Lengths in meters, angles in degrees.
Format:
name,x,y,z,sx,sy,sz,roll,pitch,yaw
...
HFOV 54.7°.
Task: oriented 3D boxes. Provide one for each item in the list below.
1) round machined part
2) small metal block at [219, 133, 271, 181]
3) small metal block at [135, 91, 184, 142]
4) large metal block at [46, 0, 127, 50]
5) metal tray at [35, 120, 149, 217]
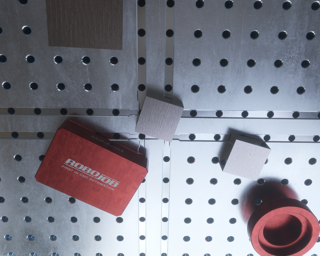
name,x,y,z,sx,sy,sz,roll,pitch,yaw
round machined part,0.179,0.145,0.460,0.099,0.042,0.097,0,110,-1
small metal block,0.117,0.040,0.430,0.050,0.025,0.050,16,109,-7
small metal block,-0.001,-0.015,0.408,0.050,0.025,0.050,17,109,-7
large metal block,-0.080,-0.134,0.350,0.081,0.050,0.079,3,110,-2
metal tray,-0.093,0.058,0.431,0.131,0.030,0.090,27,108,-10
